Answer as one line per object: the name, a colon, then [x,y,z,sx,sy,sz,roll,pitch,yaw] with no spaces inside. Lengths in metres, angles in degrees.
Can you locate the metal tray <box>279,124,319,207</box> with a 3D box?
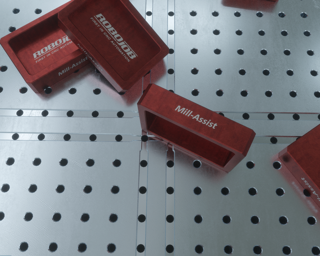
metal tray: [0.229,0.058,0.389,0.090,0.030,0.130,-32,73,-11]

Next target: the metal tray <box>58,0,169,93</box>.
metal tray: [-0.062,-0.125,0.426,0.090,0.030,0.130,-45,102,-14]

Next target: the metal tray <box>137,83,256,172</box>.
metal tray: [0.039,0.003,0.376,0.130,0.090,0.030,26,72,9]

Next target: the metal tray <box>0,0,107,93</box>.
metal tray: [-0.150,-0.122,0.452,0.131,0.030,0.090,-35,74,-12]
